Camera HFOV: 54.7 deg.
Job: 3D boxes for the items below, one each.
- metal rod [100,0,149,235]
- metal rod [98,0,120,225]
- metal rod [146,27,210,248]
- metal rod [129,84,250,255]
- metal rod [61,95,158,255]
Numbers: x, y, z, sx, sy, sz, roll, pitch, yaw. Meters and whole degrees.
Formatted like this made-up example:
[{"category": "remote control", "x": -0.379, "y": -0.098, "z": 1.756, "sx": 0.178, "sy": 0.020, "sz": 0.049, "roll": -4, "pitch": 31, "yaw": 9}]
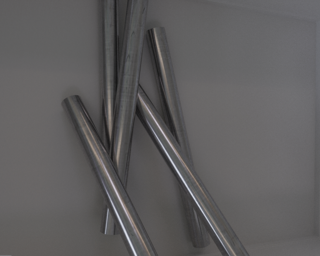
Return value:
[{"category": "metal rod", "x": -0.041, "y": -0.027, "z": 0.368, "sx": 0.025, "sy": 0.025, "sz": 0.298, "roll": 7, "pitch": 87, "yaw": -20}, {"category": "metal rod", "x": -0.061, "y": -0.027, "z": 0.387, "sx": 0.025, "sy": 0.025, "sz": 0.298, "roll": -2, "pitch": 91, "yaw": -20}, {"category": "metal rod", "x": 0.026, "y": 0.016, "z": 0.419, "sx": 0.025, "sy": 0.025, "sz": 0.298, "roll": -14, "pitch": 95, "yaw": -20}, {"category": "metal rod", "x": 0.038, "y": 0.067, "z": 0.359, "sx": 0.025, "sy": 0.025, "sz": 0.299, "roll": -27, "pitch": 74, "yaw": -18}, {"category": "metal rod", "x": -0.037, "y": 0.091, "z": 0.324, "sx": 0.025, "sy": 0.025, "sz": 0.299, "roll": -23, "pitch": 69, "yaw": -19}]
